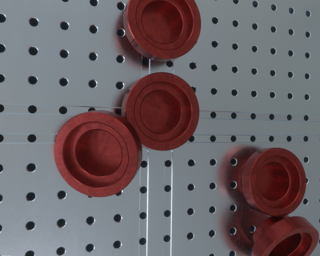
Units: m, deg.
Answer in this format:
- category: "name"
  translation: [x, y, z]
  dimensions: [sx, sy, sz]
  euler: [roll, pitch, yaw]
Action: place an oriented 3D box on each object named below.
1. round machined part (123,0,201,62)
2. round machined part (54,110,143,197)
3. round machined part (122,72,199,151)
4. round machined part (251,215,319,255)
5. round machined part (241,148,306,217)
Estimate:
- category: "round machined part"
  translation: [0.000, -0.135, 0.403]
  dimensions: [0.099, 0.042, 0.097]
  euler: [0, 90, -20]
- category: "round machined part"
  translation: [-0.068, 0.027, 0.363]
  dimensions: [0.098, 0.042, 0.097]
  euler: [2, 100, 9]
- category: "round machined part"
  translation: [-0.002, -0.021, 0.402]
  dimensions: [0.099, 0.042, 0.097]
  euler: [0, 90, -20]
- category: "round machined part"
  translation: [0.177, 0.165, 0.455]
  dimensions: [0.099, 0.042, 0.097]
  euler: [-10, 122, -16]
- category: "round machined part"
  translation: [0.163, 0.078, 0.460]
  dimensions: [0.099, 0.042, 0.098]
  euler: [2, 85, -19]
